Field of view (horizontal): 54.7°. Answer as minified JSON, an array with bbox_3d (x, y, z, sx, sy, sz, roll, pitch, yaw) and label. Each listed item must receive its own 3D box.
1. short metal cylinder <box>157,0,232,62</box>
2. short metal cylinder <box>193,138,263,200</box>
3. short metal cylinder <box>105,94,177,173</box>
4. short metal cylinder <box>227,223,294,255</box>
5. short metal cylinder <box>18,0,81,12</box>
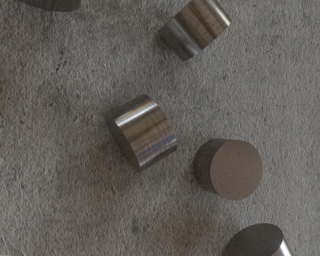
[{"bbox_3d":[0.043,-0.131,0.395,0.080,0.080,0.050,-46,105,-14],"label":"short metal cylinder"},{"bbox_3d":[0.093,0.055,0.430,0.081,0.050,0.080,0,90,-20],"label":"short metal cylinder"},{"bbox_3d":[-0.024,0.006,0.371,0.050,0.080,0.080,-31,100,-17],"label":"short metal cylinder"},{"bbox_3d":[0.142,0.179,0.432,0.080,0.080,0.050,-31,100,-17],"label":"short metal cylinder"},{"bbox_3d":[-0.124,-0.167,0.334,0.081,0.080,0.050,8,88,-20],"label":"short metal cylinder"}]
